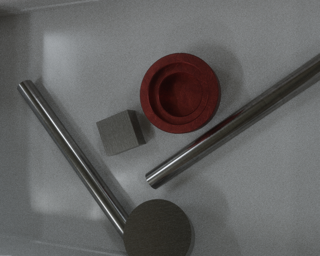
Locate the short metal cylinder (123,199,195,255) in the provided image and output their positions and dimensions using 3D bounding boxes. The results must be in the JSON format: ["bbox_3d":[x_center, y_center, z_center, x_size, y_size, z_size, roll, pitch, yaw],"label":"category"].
[{"bbox_3d":[0.001,0.132,0.381,0.080,0.050,0.080,-4,66,10],"label":"short metal cylinder"}]

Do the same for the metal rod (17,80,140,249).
[{"bbox_3d":[-0.119,0.048,0.450,0.025,0.025,0.300,-42,77,15],"label":"metal rod"}]

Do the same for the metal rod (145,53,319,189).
[{"bbox_3d":[0.105,-0.014,0.373,0.300,0.025,0.025,-36,79,16],"label":"metal rod"}]

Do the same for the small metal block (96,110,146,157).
[{"bbox_3d":[-0.054,0.007,0.428,0.050,0.025,0.050,-21,83,18],"label":"small metal block"}]

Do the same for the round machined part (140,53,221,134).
[{"bbox_3d":[0.028,-0.042,0.391,0.098,0.042,0.097,0,90,19],"label":"round machined part"}]
